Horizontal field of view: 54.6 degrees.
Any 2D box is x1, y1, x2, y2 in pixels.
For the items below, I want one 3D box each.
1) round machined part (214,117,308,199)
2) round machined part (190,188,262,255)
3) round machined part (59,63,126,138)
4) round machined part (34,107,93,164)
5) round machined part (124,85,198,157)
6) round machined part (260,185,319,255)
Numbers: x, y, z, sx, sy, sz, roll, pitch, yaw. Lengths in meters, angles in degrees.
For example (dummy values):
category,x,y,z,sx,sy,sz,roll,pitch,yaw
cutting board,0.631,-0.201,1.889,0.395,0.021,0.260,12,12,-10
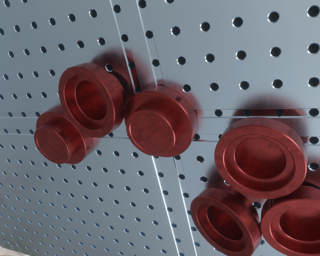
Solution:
category,x,y,z,sx,sy,sz,roll,pitch,yaw
round machined part,0.117,0.030,0.357,0.098,0.042,0.097,14,124,21
round machined part,0.092,0.121,0.414,0.098,0.042,0.097,30,137,33
round machined part,-0.085,-0.040,0.416,0.098,0.042,0.097,17,123,28
round machined part,-0.161,0.019,0.498,0.098,0.042,0.097,13,124,21
round machined part,-0.004,-0.002,0.402,0.098,0.042,0.097,13,124,21
round machined part,0.173,0.108,0.371,0.098,0.042,0.097,9,122,15
